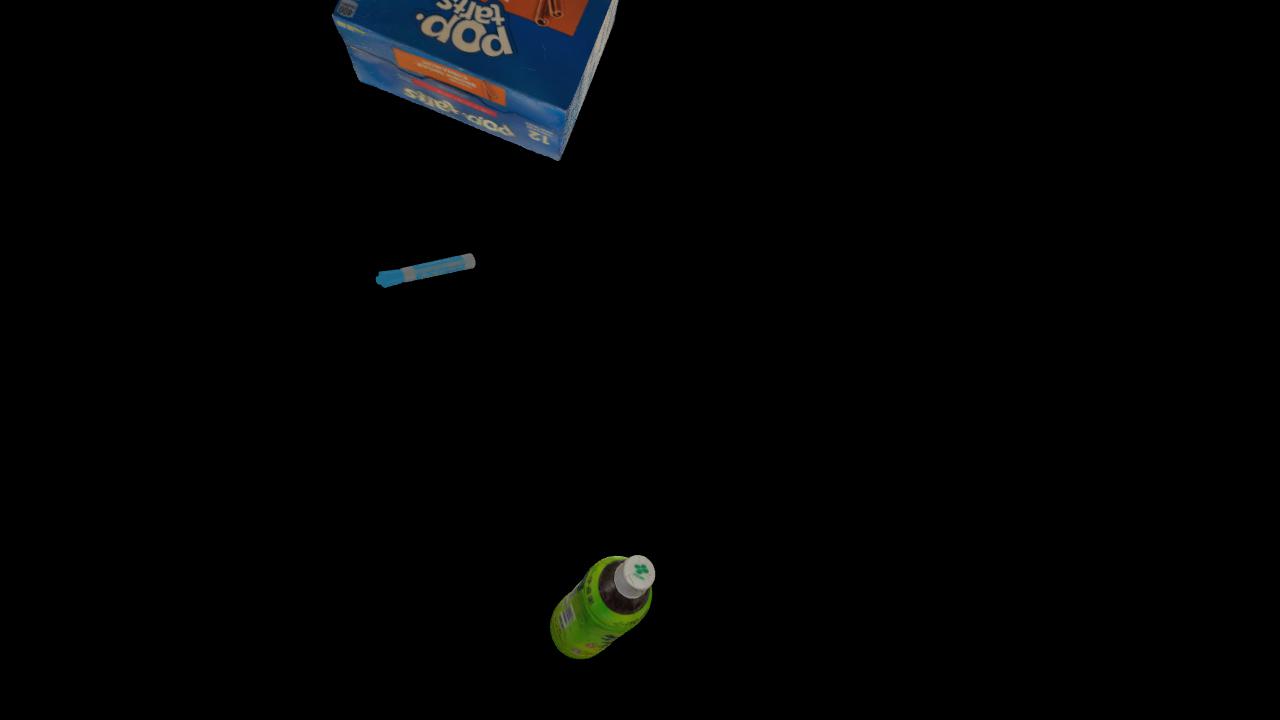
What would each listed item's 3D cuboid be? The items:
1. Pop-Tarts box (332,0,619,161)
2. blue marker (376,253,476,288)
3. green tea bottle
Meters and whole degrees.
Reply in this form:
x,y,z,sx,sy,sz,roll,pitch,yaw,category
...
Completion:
x,y,z,sx,sy,sz,roll,pitch,yaw,category
-0.112,-0.257,0.462,0.167,0.141,0.083,20,-10,-6,Pop-Tarts box
-0.252,-0.106,0.726,0.121,0.020,0.020,-23,16,-41,blue marker
-0.036,0.244,0.616,0.073,0.073,0.212,0,-34,-21,green tea bottle
